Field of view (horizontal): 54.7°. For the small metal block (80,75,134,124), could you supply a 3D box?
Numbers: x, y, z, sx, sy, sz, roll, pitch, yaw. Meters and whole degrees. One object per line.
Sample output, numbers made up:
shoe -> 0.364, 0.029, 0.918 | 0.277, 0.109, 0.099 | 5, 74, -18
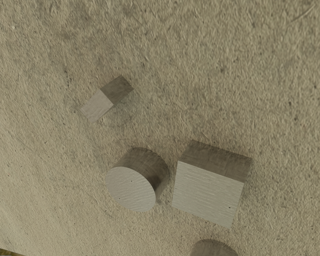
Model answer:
small metal block -> -0.069, -0.038, 0.404 | 0.025, 0.050, 0.050 | 49, 129, -6

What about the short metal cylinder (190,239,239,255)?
short metal cylinder -> 0.082, 0.223, 0.485 | 0.080, 0.050, 0.079 | 13, 124, 21

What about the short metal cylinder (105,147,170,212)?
short metal cylinder -> -0.032, 0.075, 0.454 | 0.080, 0.050, 0.079 | 13, 124, 21

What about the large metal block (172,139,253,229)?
large metal block -> 0.066, 0.071, 0.400 | 0.080, 0.050, 0.079 | 18, 125, 18
